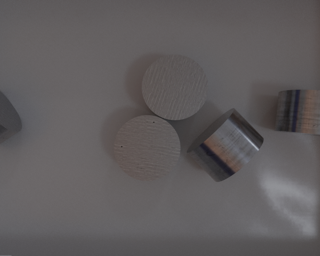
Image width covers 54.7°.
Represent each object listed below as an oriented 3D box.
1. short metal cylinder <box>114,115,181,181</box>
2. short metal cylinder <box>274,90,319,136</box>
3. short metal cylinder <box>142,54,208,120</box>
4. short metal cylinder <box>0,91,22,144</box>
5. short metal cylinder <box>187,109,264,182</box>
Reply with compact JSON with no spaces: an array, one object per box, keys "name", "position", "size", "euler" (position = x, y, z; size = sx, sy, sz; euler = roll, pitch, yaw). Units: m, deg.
[{"name":"short metal cylinder","position":[-0.016,0.024,0.399],"size":[0.081,0.050,0.079],"euler":[0,90,-1]},{"name":"short metal cylinder","position":[0.188,-0.017,0.386],"size":[0.081,0.080,0.050],"euler":[6,90,-1]},{"name":"short metal cylinder","position":[0.018,-0.049,0.399],"size":[0.081,0.050,0.079],"euler":[0,90,-1]},{"name":"short metal cylinder","position":[-0.220,-0.014,0.381],"size":[0.050,0.080,0.080],"euler":[-34,90,0]},{"name":"short metal cylinder","position":[0.080,0.021,0.385],"size":[0.080,0.080,0.050],"euler":[-44,91,0]}]
